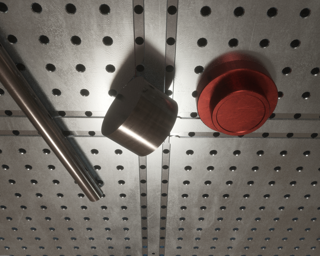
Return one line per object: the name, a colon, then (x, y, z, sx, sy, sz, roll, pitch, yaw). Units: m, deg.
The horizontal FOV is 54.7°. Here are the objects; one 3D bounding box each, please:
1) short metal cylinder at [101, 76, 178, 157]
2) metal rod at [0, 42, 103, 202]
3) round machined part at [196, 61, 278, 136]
short metal cylinder: (-0.025, -0.013, 0.364, 0.050, 0.080, 0.080, 34, 122, -26)
metal rod: (-0.148, 0.001, 0.410, 0.025, 0.025, 0.299, -14, 129, 11)
round machined part: (0.094, -0.029, 0.378, 0.099, 0.042, 0.097, -1, 130, 0)
